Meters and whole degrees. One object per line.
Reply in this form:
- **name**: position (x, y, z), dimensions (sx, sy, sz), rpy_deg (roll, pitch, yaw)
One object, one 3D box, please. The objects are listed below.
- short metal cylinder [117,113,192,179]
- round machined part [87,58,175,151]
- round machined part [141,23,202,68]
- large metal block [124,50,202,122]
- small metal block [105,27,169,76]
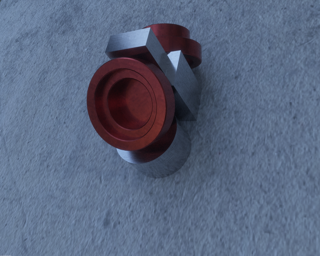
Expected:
- **short metal cylinder**: position (-0.007, 0.017, 0.383), dimensions (0.080, 0.050, 0.080), rpy_deg (-13, 56, 20)
- **round machined part**: position (-0.028, -0.027, 0.339), dimensions (0.098, 0.042, 0.097), rpy_deg (6, 103, 26)
- **round machined part**: position (0.006, -0.107, 0.415), dimensions (0.098, 0.098, 0.042), rpy_deg (-2, 86, 27)
- **large metal block**: position (0.000, -0.049, 0.398), dimensions (0.080, 0.080, 0.050), rpy_deg (-2, 61, 27)
- **small metal block**: position (-0.024, -0.081, 0.347), dimensions (0.050, 0.050, 0.025), rpy_deg (-3, 60, 27)
